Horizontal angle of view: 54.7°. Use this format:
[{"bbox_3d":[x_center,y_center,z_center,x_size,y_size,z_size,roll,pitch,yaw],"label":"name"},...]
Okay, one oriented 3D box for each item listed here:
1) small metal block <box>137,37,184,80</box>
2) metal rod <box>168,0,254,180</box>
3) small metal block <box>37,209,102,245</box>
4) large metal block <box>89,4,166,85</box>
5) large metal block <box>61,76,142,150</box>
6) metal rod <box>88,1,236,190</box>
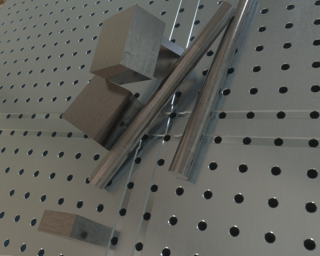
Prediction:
[{"bbox_3d":[0.002,-0.099,0.442,0.050,0.050,0.025,-41,46,32],"label":"small metal block"},{"bbox_3d":[0.077,-0.074,0.413,0.025,0.025,0.300,10,67,32],"label":"metal rod"},{"bbox_3d":[-0.108,0.120,0.375,0.050,0.050,0.025,-1,62,28],"label":"small metal block"},{"bbox_3d":[-0.045,-0.108,0.420,0.080,0.050,0.080,1,75,51],"label":"large metal block"},{"bbox_3d":[-0.081,-0.021,0.448,0.080,0.050,0.080,29,77,37],"label":"large metal block"},{"bbox_3d":[0.005,-0.046,0.418,0.025,0.025,0.300,34,85,38],"label":"metal rod"}]
